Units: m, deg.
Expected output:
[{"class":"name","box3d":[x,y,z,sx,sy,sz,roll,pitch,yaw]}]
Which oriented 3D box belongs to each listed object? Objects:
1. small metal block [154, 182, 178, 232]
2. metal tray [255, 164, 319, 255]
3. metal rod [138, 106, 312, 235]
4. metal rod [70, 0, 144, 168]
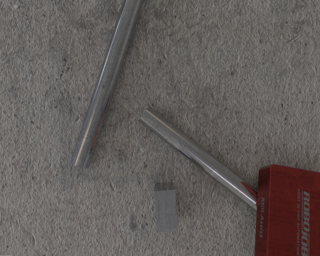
[{"class":"small metal block","box3d":[0.007,0.100,0.398,0.025,0.050,0.050,-4,90,0]},{"class":"metal tray","box3d":[0.168,0.117,0.384,0.091,0.030,0.130,11,73,-9]},{"class":"metal rod","box3d":[0.098,0.073,0.410,0.300,0.025,0.025,38,90,0]},{"class":"metal rod","box3d":[-0.060,-0.093,0.409,0.025,0.025,0.298,18,90,0]}]
